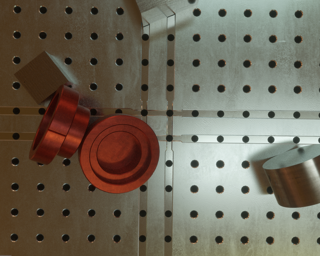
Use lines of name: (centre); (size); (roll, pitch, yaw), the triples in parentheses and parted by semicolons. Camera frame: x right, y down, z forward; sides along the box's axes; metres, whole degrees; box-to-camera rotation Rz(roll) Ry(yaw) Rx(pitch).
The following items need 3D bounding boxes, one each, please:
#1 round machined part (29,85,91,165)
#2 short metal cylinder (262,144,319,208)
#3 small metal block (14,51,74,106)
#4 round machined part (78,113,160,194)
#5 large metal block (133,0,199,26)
round machined part: (-0.120, 0.000, 0.381); (0.042, 0.098, 0.098); (25, 90, -26)
short metal cylinder: (0.177, 0.058, 0.387); (0.080, 0.080, 0.050); (-22, 90, 0)
small metal block: (-0.153, -0.065, 0.412); (0.050, 0.025, 0.050); (-38, 90, 0)
round machined part: (-0.054, 0.030, 0.393); (0.099, 0.042, 0.097); (-4, 101, -21)
large metal block: (-0.001, -0.191, 0.401); (0.080, 0.050, 0.080); (-22, 90, 0)
